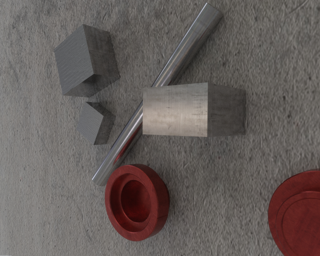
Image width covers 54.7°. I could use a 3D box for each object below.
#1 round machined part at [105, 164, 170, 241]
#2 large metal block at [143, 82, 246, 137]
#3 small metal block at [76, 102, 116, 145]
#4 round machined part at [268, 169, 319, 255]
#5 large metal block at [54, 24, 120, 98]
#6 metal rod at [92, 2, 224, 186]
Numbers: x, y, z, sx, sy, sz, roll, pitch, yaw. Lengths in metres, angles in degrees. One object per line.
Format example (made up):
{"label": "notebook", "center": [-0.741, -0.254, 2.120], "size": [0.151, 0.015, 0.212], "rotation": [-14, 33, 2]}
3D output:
{"label": "round machined part", "center": [-0.026, 0.097, 0.415], "size": [0.098, 0.042, 0.097], "rotation": [0, 90, 40]}
{"label": "large metal block", "center": [0.038, -0.018, 0.338], "size": [0.080, 0.081, 0.050], "rotation": [1, 91, 40]}
{"label": "small metal block", "center": [-0.101, -0.008, 0.489], "size": [0.050, 0.025, 0.050], "rotation": [35, 112, 34]}
{"label": "round machined part", "center": [0.144, 0.087, 0.275], "size": [0.098, 0.042, 0.097], "rotation": [0, 90, 40]}
{"label": "large metal block", "center": [-0.115, -0.101, 0.484], "size": [0.080, 0.050, 0.080], "rotation": [-23, 75, 37]}
{"label": "metal rod", "center": [-0.016, -0.028, 0.417], "size": [0.025, 0.025, 0.298], "rotation": [50, 119, 28]}
